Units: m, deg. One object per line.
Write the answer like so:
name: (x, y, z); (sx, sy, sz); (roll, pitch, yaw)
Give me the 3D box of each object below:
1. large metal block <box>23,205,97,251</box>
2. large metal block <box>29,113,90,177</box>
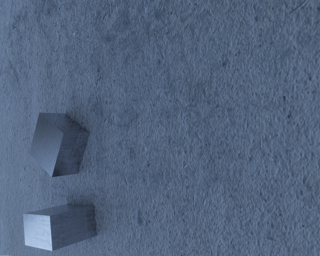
large metal block: (-0.162, 0.157, 0.503); (0.080, 0.081, 0.050); (-10, 84, 39)
large metal block: (-0.174, 0.027, 0.533); (0.080, 0.050, 0.079); (32, 110, 35)
